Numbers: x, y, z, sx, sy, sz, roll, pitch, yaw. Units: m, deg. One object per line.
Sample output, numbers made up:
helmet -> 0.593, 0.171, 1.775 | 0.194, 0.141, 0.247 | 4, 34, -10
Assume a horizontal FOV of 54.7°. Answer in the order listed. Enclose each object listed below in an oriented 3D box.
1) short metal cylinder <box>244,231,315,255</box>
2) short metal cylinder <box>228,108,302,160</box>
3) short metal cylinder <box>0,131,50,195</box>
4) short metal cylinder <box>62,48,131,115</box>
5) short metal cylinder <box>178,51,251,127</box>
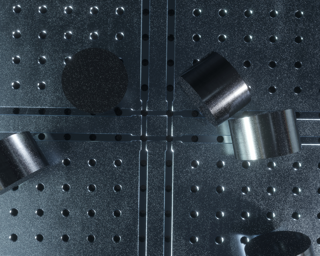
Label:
short metal cylinder -> 0.152, 0.170, 0.387 | 0.080, 0.080, 0.050 | -15, 90, 0
short metal cylinder -> 0.130, 0.007, 0.387 | 0.080, 0.080, 0.050 | -11, 90, 0
short metal cylinder -> -0.186, 0.046, 0.384 | 0.080, 0.080, 0.050 | -31, 90, 0
short metal cylinder -> -0.079, -0.058, 0.400 | 0.081, 0.050, 0.079 | 0, 90, 0
short metal cylinder -> 0.067, -0.048, 0.386 | 0.050, 0.080, 0.080 | -37, 90, 0
